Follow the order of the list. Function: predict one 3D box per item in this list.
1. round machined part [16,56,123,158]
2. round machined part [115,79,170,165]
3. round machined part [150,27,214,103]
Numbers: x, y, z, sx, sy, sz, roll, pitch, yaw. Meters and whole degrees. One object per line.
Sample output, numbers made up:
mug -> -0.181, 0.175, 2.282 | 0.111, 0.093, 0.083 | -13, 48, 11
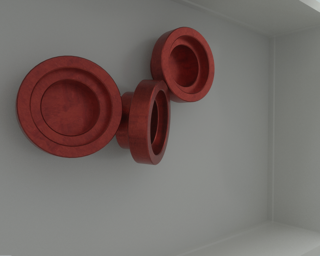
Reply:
round machined part -> -0.091, -0.019, 0.311 | 0.099, 0.042, 0.097 | 2, 86, -28
round machined part -> -0.020, -0.008, 0.361 | 0.098, 0.042, 0.097 | 4, 91, -75
round machined part -> 0.026, -0.082, 0.419 | 0.099, 0.042, 0.097 | 0, 90, -40
